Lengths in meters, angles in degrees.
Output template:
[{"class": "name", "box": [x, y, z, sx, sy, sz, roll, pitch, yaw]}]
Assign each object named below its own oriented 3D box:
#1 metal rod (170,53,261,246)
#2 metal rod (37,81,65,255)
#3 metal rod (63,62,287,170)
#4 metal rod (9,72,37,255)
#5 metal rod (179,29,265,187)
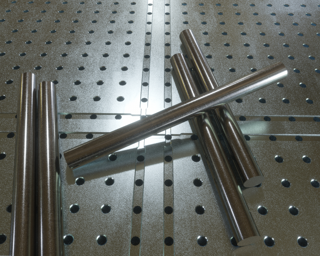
[{"class": "metal rod", "box": [0.059, 0.002, 0.406, 0.025, 0.025, 0.300, -9, 51, -8]}, {"class": "metal rod", "box": [-0.130, 0.052, 0.362, 0.025, 0.025, 0.300, -11, 51, -9]}, {"class": "metal rod", "box": [0.026, -0.019, 0.395, 0.302, 0.025, 0.025, -23, 54, -8]}, {"class": "metal rod", "box": [-0.162, 0.037, 0.373, 0.025, 0.025, 0.300, -11, 51, -9]}, {"class": "metal rod", "box": [0.077, -0.050, 0.450, 0.025, 0.025, 0.300, -9, 51, -8]}]
